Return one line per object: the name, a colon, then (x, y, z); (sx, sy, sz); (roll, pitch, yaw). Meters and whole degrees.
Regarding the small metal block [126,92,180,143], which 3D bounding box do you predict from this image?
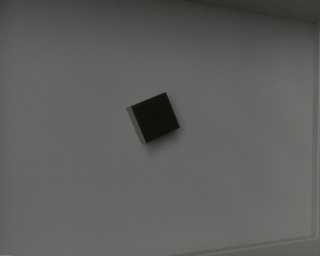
small metal block: (-0.009, -0.014, 0.404); (0.050, 0.025, 0.050); (-25, 99, -19)
